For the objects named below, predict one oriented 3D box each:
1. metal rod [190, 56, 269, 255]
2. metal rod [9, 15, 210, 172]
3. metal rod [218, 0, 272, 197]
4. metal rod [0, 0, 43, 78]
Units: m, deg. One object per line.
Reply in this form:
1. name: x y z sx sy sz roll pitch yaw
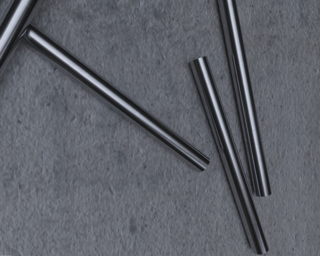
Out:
1. metal rod: 0.102 0.044 0.448 0.025 0.025 0.298 -22 98 -19
2. metal rod: -0.054 -0.035 0.389 0.301 0.025 0.025 37 78 -17
3. metal rod: 0.125 -0.046 0.456 0.025 0.025 0.298 -14 95 -20
4. metal rod: -0.175 -0.067 0.323 0.025 0.025 0.299 28 88 -18
